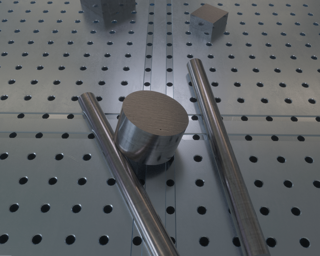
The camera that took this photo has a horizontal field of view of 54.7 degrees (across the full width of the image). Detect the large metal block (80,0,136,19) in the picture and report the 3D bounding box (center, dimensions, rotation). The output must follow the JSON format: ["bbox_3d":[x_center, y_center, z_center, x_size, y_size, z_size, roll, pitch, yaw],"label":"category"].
[{"bbox_3d":[-0.107,-0.271,0.618,0.080,0.050,0.080,-35,58,-26],"label":"large metal block"}]

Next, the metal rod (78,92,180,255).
[{"bbox_3d":[-0.036,0.061,0.355,0.025,0.025,0.300,-21,53,-17],"label":"metal rod"}]

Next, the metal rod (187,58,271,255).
[{"bbox_3d":[0.075,0.013,0.397,0.025,0.025,0.300,-6,50,-5],"label":"metal rod"}]

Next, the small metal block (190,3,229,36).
[{"bbox_3d":[0.091,-0.204,0.580,0.050,0.025,0.050,33,57,24],"label":"small metal block"}]

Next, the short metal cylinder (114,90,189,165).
[{"bbox_3d":[-0.011,-0.002,0.378,0.081,0.050,0.080,13,41,-11],"label":"short metal cylinder"}]
